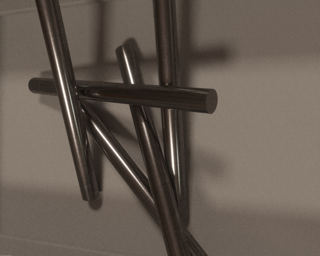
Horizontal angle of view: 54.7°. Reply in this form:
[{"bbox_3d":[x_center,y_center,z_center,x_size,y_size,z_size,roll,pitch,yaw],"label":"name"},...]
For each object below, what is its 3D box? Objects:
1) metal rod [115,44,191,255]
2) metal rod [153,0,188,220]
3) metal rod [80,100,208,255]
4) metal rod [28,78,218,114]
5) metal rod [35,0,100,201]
[{"bbox_3d":[-0.010,0.029,0.380,0.025,0.025,0.299,-22,71,18],"label":"metal rod"},{"bbox_3d":[0.013,-0.030,0.367,0.025,0.025,0.298,1,105,19],"label":"metal rod"},{"bbox_3d":[-0.034,0.064,0.403,0.025,0.025,0.300,-46,70,14],"label":"metal rod"},{"bbox_3d":[-0.070,-0.046,0.391,0.300,0.025,0.025,9,93,35],"label":"metal rod"},{"bbox_3d":[-0.115,-0.039,0.391,0.025,0.025,0.298,1,113,19],"label":"metal rod"}]
